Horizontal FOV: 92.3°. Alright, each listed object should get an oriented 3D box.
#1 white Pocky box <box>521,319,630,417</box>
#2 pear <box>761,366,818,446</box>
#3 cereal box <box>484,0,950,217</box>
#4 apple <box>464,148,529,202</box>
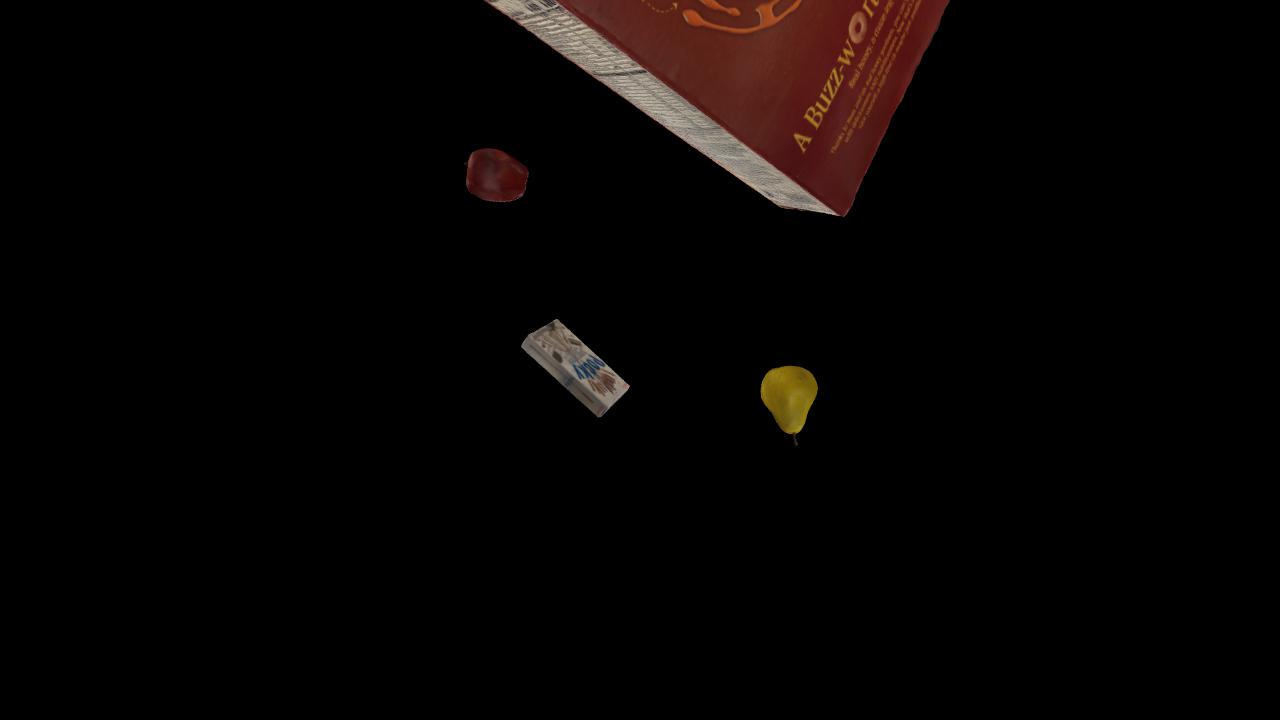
[{"bbox_3d":[-0.092,0.010,0.898,0.028,0.154,0.084,-50,-4,30],"label":"white Pocky box"},{"bbox_3d":[0.209,0.066,0.862,0.080,0.111,0.080,3,-12,1],"label":"pear"},{"bbox_3d":[0.053,-0.238,0.349,0.306,0.203,0.081,19,7,-37],"label":"cereal box"},{"bbox_3d":[-0.214,-0.274,0.911,0.093,0.079,0.079,13,-3,-13],"label":"apple"}]
